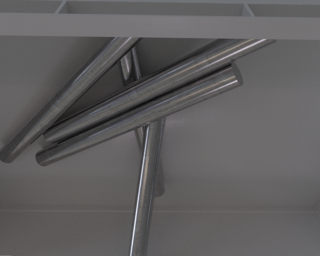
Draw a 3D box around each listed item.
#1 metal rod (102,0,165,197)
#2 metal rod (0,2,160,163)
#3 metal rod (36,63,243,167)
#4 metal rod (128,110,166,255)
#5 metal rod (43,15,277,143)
[{"bbox_3d":[-0.024,-0.013,0.397,0.025,0.025,0.298,-6,130,5],"label":"metal rod"},{"bbox_3d":[-0.114,-0.033,0.360,0.025,0.025,0.299,37,127,-27],"label":"metal rod"},{"bbox_3d":[-0.047,-0.004,0.370,0.300,0.025,0.025,-22,128,30],"label":"metal rod"},{"bbox_3d":[-0.019,0.087,0.403,0.025,0.025,0.298,6,105,-6],"label":"metal rod"},{"bbox_3d":[-0.026,-0.038,0.339,0.300,0.025,0.025,-21,128,31],"label":"metal rod"}]
